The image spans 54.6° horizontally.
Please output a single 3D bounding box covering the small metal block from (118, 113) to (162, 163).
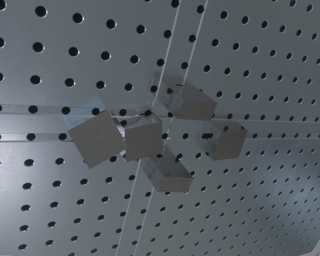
[{"bbox_3d":[-0.026,0.012,0.404,0.050,0.025,0.050,-13,124,-22],"label":"small metal block"}]

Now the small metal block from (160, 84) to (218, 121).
[{"bbox_3d":[0.035,-0.033,0.393,0.050,0.050,0.025,3,117,-30],"label":"small metal block"}]

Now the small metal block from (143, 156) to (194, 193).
[{"bbox_3d":[0.011,0.065,0.441,0.050,0.050,0.025,9,114,-32],"label":"small metal block"}]

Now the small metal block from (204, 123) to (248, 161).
[{"bbox_3d":[0.101,0.021,0.478,0.050,0.025,0.050,-3,120,-27],"label":"small metal block"}]

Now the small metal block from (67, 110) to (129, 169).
[{"bbox_3d":[-0.072,0.013,0.364,0.050,0.025,0.050,-29,96,-10],"label":"small metal block"}]
